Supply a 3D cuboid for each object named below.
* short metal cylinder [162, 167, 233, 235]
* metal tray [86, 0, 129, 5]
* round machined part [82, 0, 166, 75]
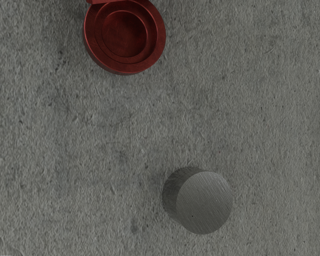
[{"bbox_3d":[0.049,0.094,0.414,0.081,0.050,0.080,0,90,-20],"label":"short metal cylinder"},{"bbox_3d":[-0.034,-0.191,0.366,0.131,0.030,0.090,-16,56,-20],"label":"metal tray"},{"bbox_3d":[-0.046,-0.113,0.383,0.099,0.042,0.097,0,90,-20],"label":"round machined part"}]
